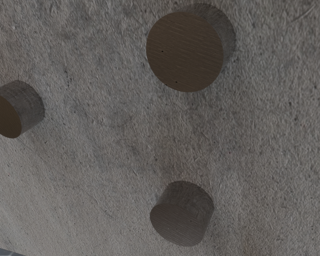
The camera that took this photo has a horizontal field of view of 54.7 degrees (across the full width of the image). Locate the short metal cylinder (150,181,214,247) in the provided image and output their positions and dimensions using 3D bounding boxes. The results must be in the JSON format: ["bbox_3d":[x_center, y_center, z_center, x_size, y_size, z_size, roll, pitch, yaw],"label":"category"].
[{"bbox_3d":[0.033,0.124,0.450,0.080,0.050,0.079,13,124,21],"label":"short metal cylinder"}]

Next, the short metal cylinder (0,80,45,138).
[{"bbox_3d":[-0.234,-0.030,0.496,0.080,0.050,0.079,13,124,21],"label":"short metal cylinder"}]

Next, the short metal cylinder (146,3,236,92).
[{"bbox_3d":[0.033,-0.084,0.322,0.080,0.050,0.079,13,124,21],"label":"short metal cylinder"}]
